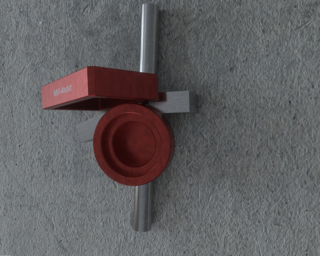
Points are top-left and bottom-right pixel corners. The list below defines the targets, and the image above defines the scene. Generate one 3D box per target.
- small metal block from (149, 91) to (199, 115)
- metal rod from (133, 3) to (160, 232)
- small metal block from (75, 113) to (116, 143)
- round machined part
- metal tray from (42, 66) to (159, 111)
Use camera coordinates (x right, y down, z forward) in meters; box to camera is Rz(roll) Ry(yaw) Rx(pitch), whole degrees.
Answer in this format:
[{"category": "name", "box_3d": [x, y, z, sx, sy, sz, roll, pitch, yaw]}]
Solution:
[{"category": "small metal block", "box_3d": [0.019, -0.030, 0.390, 0.050, 0.050, 0.025, -2, 90, 19]}, {"category": "metal rod", "box_3d": [-0.018, -0.013, 0.416, 0.025, 0.025, 0.298, 2, 91, 19]}, {"category": "small metal block", "box_3d": [-0.077, -0.001, 0.423, 0.050, 0.050, 0.025, -20, 84, 18]}, {"category": "round machined part", "box_3d": [-0.028, 0.018, 0.381, 0.098, 0.042, 0.097, 1, 94, 17]}, {"category": "metal tray", "box_3d": [-0.076, -0.043, 0.377, 0.130, 0.091, 0.030, -5, 87, 49]}]
